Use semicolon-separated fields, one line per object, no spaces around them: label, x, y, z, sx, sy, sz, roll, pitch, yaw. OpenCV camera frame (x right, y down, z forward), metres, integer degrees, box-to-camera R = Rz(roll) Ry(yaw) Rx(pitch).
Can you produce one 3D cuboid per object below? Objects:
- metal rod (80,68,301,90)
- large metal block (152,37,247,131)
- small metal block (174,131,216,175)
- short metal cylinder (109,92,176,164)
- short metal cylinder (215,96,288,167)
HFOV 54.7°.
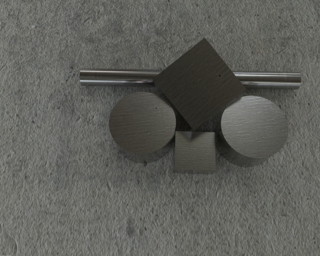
metal rod;0.042;-0.069;0.434;0.302;0.025;0.025;1;70;0
large metal block;0.048;-0.053;0.397;0.080;0.050;0.080;-39;91;1
small metal block;0.044;0.032;0.398;0.050;0.025;0.050;2;70;0
short metal cylinder;-0.021;0.001;0.395;0.081;0.050;0.080;0;70;0
short metal cylinder;0.113;0.006;0.394;0.081;0.050;0.080;0;70;0
